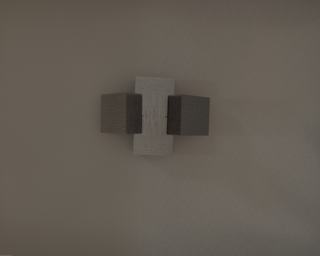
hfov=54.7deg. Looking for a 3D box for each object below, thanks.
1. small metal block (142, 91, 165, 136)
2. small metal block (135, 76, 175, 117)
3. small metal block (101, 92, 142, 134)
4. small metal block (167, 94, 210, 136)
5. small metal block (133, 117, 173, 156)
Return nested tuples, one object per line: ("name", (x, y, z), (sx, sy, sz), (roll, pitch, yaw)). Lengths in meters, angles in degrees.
("small metal block", (-0.007, -0.016, 0.371), (0.025, 0.050, 0.050), (1, 90, -1))
("small metal block", (-0.007, -0.040, 0.409), (0.050, 0.025, 0.050), (3, 90, -1))
("small metal block", (-0.050, -0.018, 0.395), (0.050, 0.025, 0.050), (1, 90, 43))
("small metal block", (0.037, -0.016, 0.398), (0.050, 0.025, 0.050), (1, 91, -39))
("small metal block", (-0.008, 0.010, 0.409), (0.050, 0.025, 0.050), (3, 90, 0))
